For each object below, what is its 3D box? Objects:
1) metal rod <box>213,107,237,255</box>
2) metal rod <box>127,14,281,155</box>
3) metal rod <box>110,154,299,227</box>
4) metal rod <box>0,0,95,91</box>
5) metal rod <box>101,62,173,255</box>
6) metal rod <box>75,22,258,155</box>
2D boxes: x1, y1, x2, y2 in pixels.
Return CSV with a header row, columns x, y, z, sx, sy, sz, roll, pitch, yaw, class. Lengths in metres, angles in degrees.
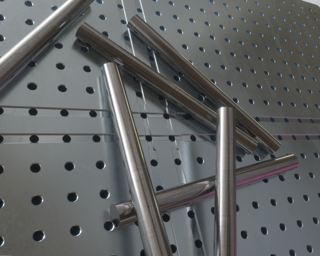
x,y,z,sx,sy,sz,roll,pitch,yaw,class
0.075,0.112,0.354,0.025,0.025,0.299,16,63,-19,metal rod
0.068,-0.068,0.485,0.300,0.025,0.025,42,51,1,metal rod
0.079,0.072,0.405,0.302,0.025,0.025,-9,66,-32,metal rod
-0.161,-0.097,0.379,0.025,0.025,0.301,32,52,-8,metal rod
-0.027,0.041,0.342,0.025,0.025,0.299,0,54,-28,metal rod
0.014,-0.054,0.447,0.301,0.025,0.025,34,51,-6,metal rod
